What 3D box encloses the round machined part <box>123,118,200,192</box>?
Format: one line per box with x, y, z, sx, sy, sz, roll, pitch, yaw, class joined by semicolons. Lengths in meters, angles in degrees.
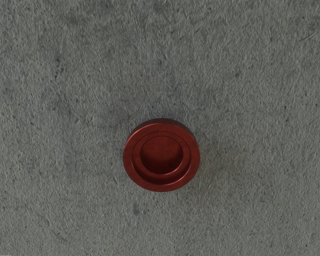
0.002;0.032;0.413;0.099;0.042;0.097;0;110;0;round machined part
